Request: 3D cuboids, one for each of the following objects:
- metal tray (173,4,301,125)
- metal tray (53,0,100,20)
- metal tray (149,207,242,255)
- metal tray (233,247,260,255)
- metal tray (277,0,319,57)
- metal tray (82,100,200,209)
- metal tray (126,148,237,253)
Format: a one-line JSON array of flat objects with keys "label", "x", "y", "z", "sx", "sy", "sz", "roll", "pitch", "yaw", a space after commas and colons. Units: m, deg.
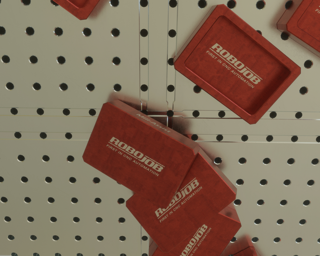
[{"label": "metal tray", "x": 0.093, "y": -0.076, "z": 0.383, "sx": 0.130, "sy": 0.030, "sz": 0.090, "roll": 34, "pitch": 106, "yaw": -12}, {"label": "metal tray", "x": -0.110, "y": -0.189, "z": 0.320, "sx": 0.130, "sy": 0.030, "sz": 0.090, "roll": 32, "pitch": 108, "yaw": -29}, {"label": "metal tray", "x": 0.050, "y": 0.167, "z": 0.473, "sx": 0.090, "sy": 0.030, "sz": 0.129, "roll": 26, "pitch": 108, "yaw": -10}, {"label": "metal tray", "x": 0.148, "y": 0.266, "z": 0.509, "sx": 0.090, "sy": 0.030, "sz": 0.130, "roll": -33, "pitch": 107, "yaw": 11}, {"label": "metal tray", "x": 0.220, "y": -0.124, "z": 0.366, "sx": 0.130, "sy": 0.030, "sz": 0.090, "roll": 29, "pitch": 107, "yaw": -10}, {"label": "metal tray", "x": -0.027, "y": 0.032, "z": 0.399, "sx": 0.130, "sy": 0.030, "sz": 0.090, "roll": 29, "pitch": 109, "yaw": 11}, {"label": "metal tray", "x": 0.028, "y": 0.096, "z": 0.427, "sx": 0.130, "sy": 0.030, "sz": 0.090, "roll": -43, "pitch": 80, "yaw": 14}]
